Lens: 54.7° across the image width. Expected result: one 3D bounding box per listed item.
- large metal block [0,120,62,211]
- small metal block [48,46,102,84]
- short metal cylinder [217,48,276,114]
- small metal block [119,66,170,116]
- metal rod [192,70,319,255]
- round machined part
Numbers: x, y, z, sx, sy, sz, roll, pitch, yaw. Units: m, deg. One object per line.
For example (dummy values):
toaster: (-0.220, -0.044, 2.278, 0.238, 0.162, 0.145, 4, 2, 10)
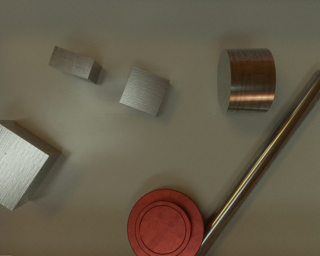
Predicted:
large metal block: (-0.189, 0.045, 0.396, 0.080, 0.050, 0.080, 33, 90, -1)
small metal block: (-0.107, -0.079, 0.397, 0.050, 0.050, 0.025, 19, 90, -1)
short metal cylinder: (0.104, -0.058, 0.385, 0.050, 0.080, 0.079, -2, 90, 0)
small metal block: (-0.020, -0.047, 0.411, 0.050, 0.025, 0.050, 21, 90, -1)
metal rod: (0.132, 0.050, 0.413, 0.025, 0.025, 0.299, 36, 90, -1)
round machined part: (0.006, 0.126, 0.390, 0.099, 0.042, 0.098, -2, 76, 8)
